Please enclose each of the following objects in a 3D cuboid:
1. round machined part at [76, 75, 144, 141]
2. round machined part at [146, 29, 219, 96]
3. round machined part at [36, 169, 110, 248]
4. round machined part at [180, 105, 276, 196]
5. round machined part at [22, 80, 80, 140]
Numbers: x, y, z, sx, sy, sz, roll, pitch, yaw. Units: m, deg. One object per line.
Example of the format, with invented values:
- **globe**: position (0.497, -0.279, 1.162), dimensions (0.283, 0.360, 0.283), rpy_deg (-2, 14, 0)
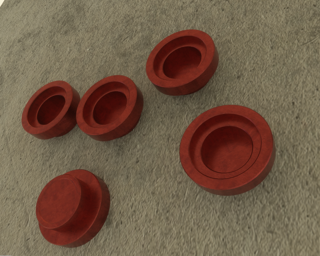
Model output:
- **round machined part**: position (-0.067, -0.024, 0.443), dimensions (0.098, 0.042, 0.098), rpy_deg (-13, 56, 21)
- **round machined part**: position (0.034, -0.085, 0.427), dimensions (0.098, 0.042, 0.098), rpy_deg (-13, 56, 21)
- **round machined part**: position (-0.117, 0.098, 0.395), dimensions (0.098, 0.042, 0.098), rpy_deg (-13, 56, 21)
- **round machined part**: position (0.075, 0.027, 0.338), dimensions (0.098, 0.042, 0.098), rpy_deg (-13, 56, 21)
- **round machined part**: position (-0.168, -0.025, 0.496), dimensions (0.098, 0.042, 0.098), rpy_deg (-13, 56, 21)
